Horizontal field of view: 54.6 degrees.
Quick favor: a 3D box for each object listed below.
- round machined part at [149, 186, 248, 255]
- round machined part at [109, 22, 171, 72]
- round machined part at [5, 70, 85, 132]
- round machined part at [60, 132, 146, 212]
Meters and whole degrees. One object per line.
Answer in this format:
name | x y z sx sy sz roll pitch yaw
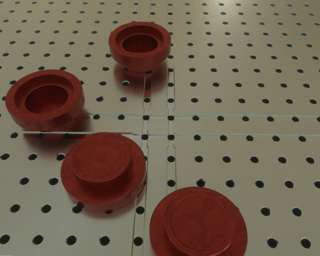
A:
round machined part | 0.038 0.101 0.312 0.099 0.042 0.098 0 50 0
round machined part | -0.032 -0.128 0.504 0.099 0.042 0.098 0 50 0
round machined part | -0.152 -0.033 0.424 0.099 0.042 0.098 0 50 0
round machined part | -0.066 0.043 0.360 0.099 0.042 0.098 0 50 0
